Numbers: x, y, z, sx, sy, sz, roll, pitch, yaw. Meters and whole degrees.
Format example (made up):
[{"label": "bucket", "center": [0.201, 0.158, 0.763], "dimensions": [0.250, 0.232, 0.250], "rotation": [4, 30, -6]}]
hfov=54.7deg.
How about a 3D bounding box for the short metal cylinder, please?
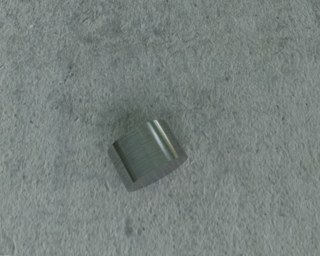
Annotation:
[{"label": "short metal cylinder", "center": [-0.014, 0.033, 0.367], "dimensions": [0.080, 0.080, 0.050], "rotation": [-28, 73, -10]}]
